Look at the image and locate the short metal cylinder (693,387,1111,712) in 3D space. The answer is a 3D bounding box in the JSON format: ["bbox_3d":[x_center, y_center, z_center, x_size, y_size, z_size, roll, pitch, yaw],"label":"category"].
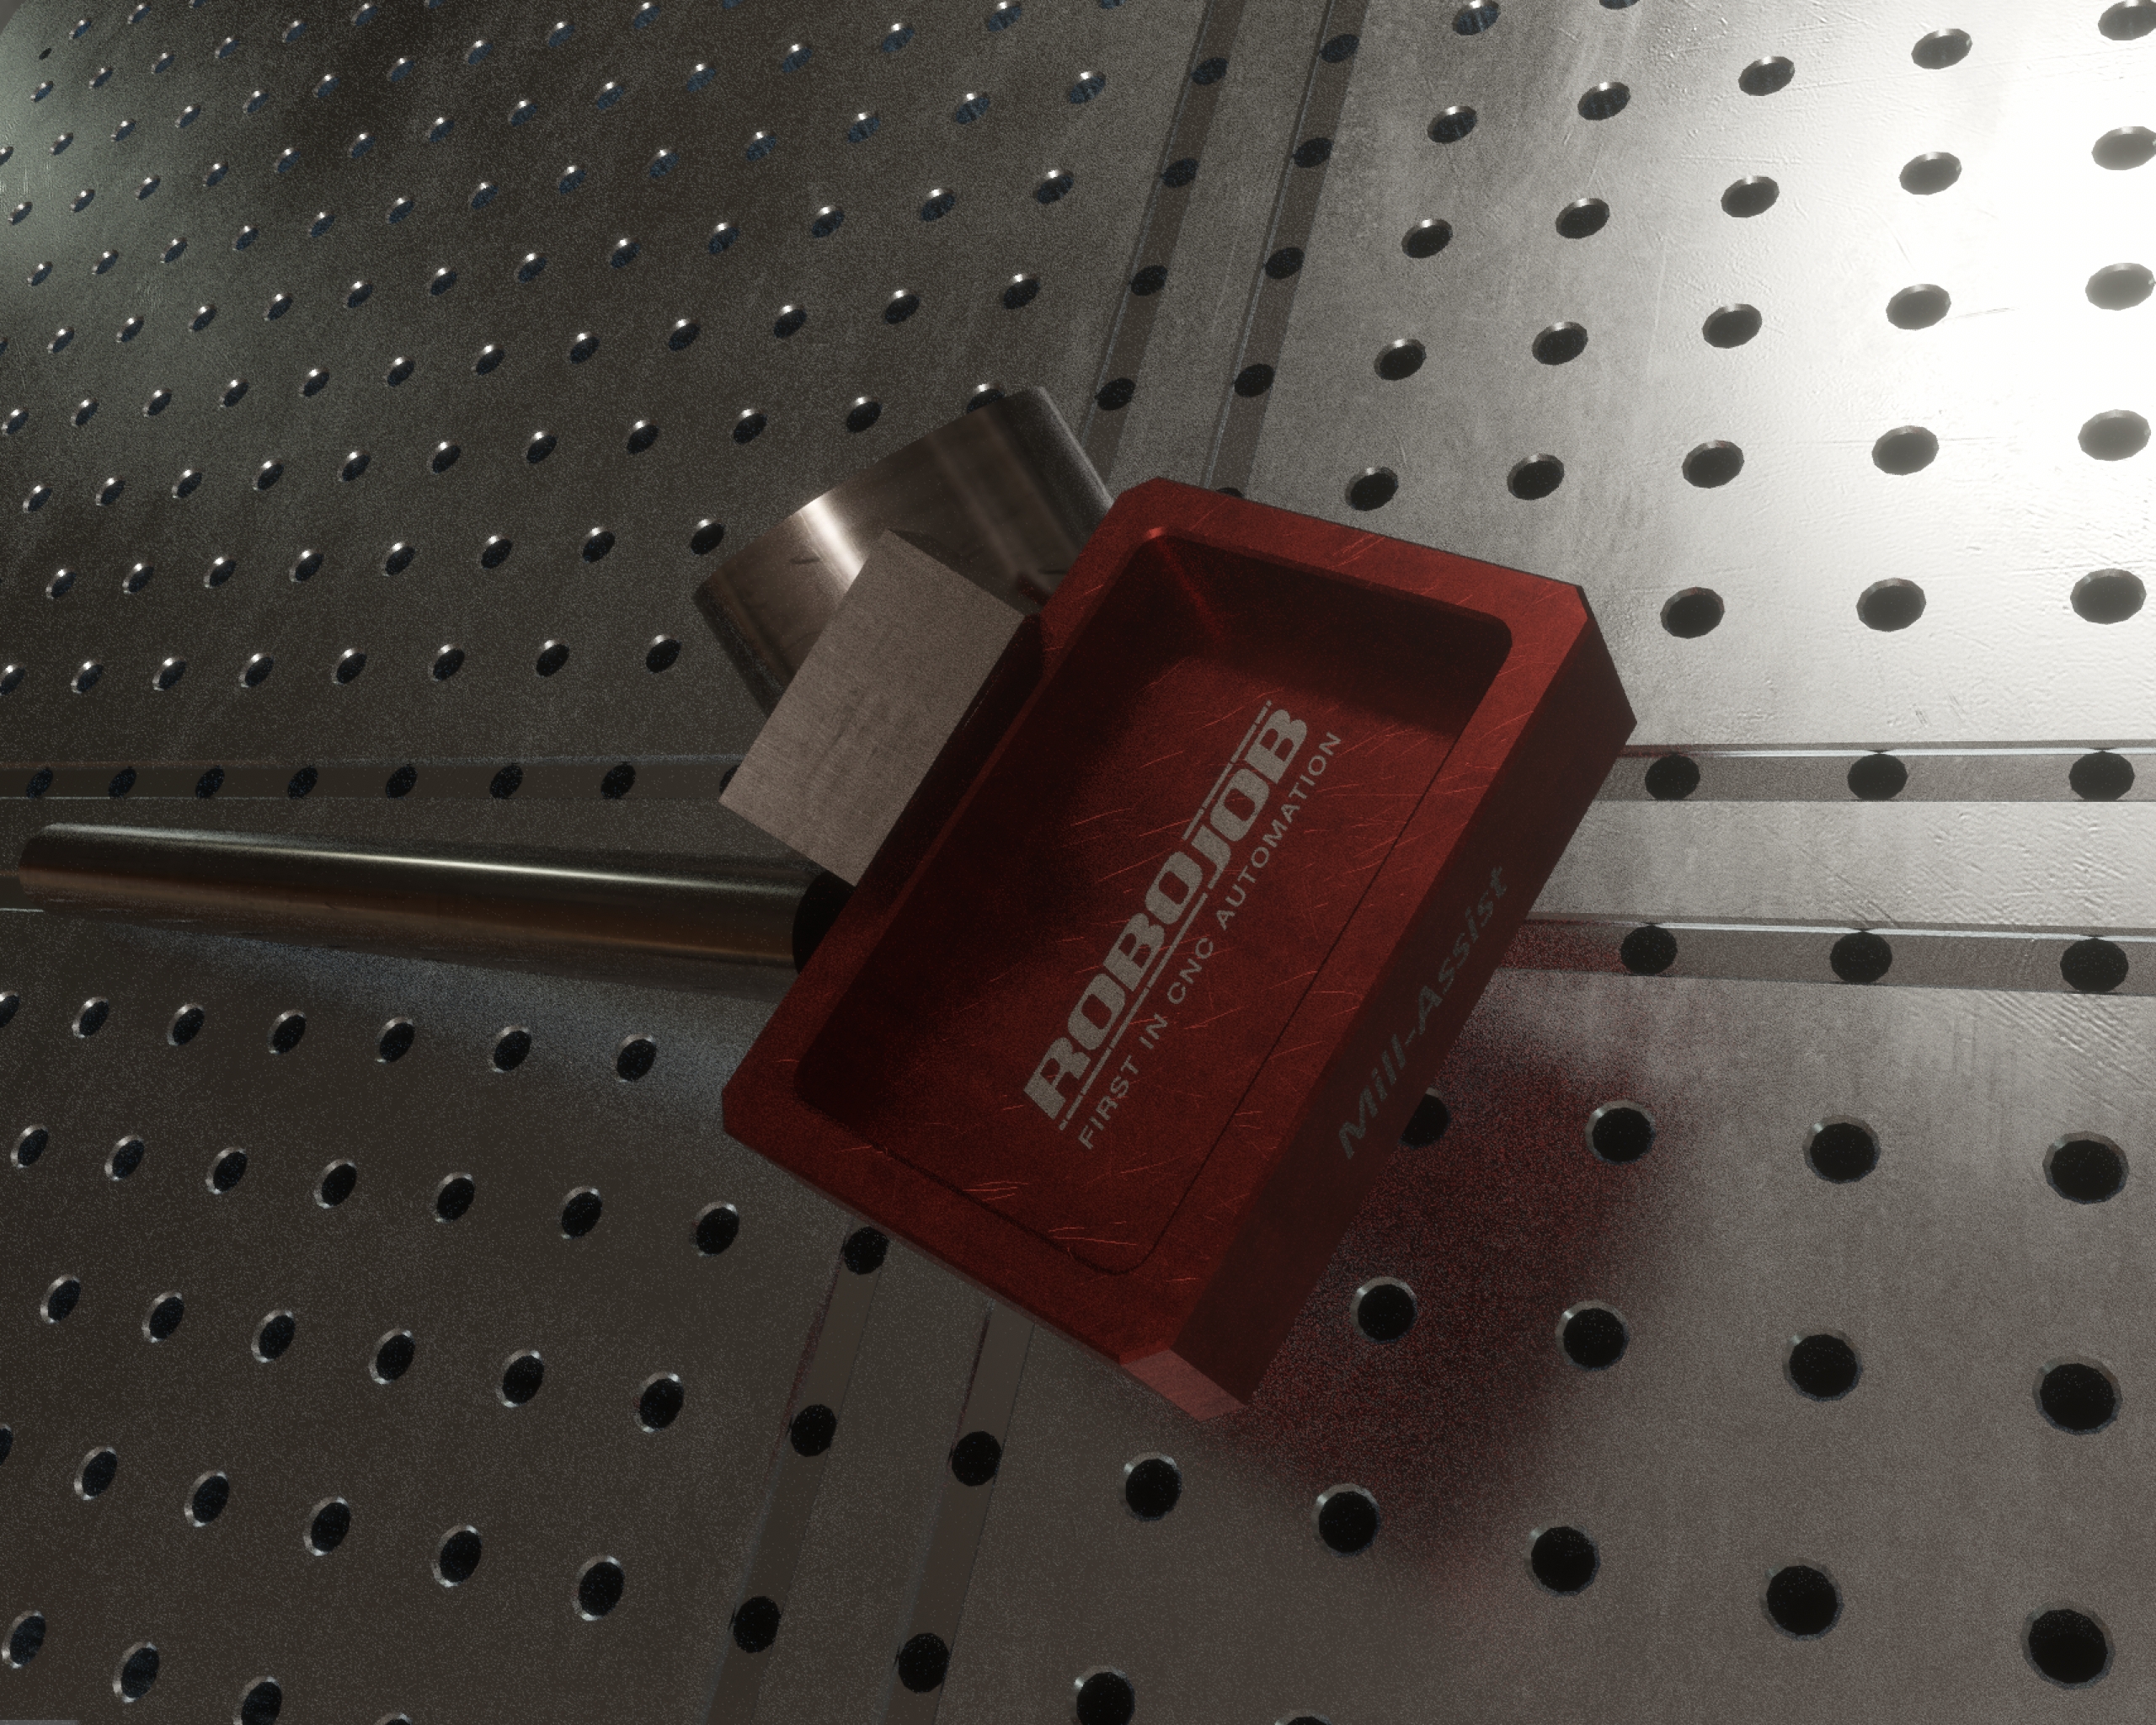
[{"bbox_3d":[-0.027,-0.050,0.409,0.080,0.080,0.050,-30,95,8],"label":"short metal cylinder"}]

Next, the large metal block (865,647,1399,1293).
[{"bbox_3d":[0.003,0.019,0.376,0.080,0.050,0.080,-31,52,8],"label":"large metal block"}]

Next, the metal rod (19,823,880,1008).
[{"bbox_3d":[-0.150,0.007,0.442,0.300,0.025,0.025,3,63,41],"label":"metal rod"}]

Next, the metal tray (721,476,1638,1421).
[{"bbox_3d":[0.015,0.007,0.323,0.090,0.030,0.130,22,73,36],"label":"metal tray"}]

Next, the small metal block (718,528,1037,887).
[{"bbox_3d":[-0.031,-0.027,0.346,0.025,0.050,0.050,33,98,-1],"label":"small metal block"}]
